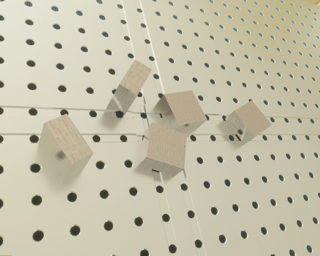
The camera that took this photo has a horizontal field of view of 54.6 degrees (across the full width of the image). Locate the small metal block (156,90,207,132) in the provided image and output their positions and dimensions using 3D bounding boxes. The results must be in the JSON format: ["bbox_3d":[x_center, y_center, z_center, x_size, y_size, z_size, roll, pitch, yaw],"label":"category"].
[{"bbox_3d":[0.031,-0.023,0.438,0.050,0.025,0.050,-12,68,-33],"label":"small metal block"}]

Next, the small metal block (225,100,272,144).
[{"bbox_3d":[0.139,-0.010,0.488,0.050,0.025,0.050,-27,77,-37],"label":"small metal block"}]

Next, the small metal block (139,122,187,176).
[{"bbox_3d":[0.005,0.027,0.393,0.050,0.025,0.050,20,54,-17],"label":"small metal block"}]

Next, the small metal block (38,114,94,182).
[{"bbox_3d":[-0.100,0.022,0.325,0.025,0.050,0.050,-29,78,-37],"label":"small metal block"}]

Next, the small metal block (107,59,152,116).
[{"bbox_3d":[-0.039,-0.052,0.402,0.025,0.050,0.050,31,52,-9],"label":"small metal block"}]
